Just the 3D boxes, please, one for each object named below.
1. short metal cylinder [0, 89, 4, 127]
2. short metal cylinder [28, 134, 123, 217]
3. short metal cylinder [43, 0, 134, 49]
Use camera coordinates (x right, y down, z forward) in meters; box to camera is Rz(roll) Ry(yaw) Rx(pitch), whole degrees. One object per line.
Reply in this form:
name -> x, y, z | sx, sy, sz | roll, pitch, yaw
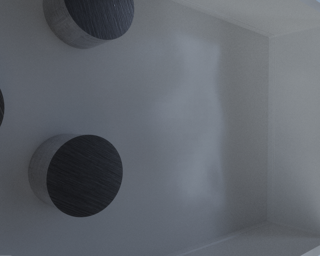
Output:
short metal cylinder -> -0.174, -0.016, 0.245 | 0.081, 0.050, 0.079 | 0, 90, -40
short metal cylinder -> -0.086, 0.046, 0.320 | 0.081, 0.050, 0.079 | 0, 90, -40
short metal cylinder -> -0.075, -0.129, 0.329 | 0.081, 0.050, 0.079 | 0, 90, -40
